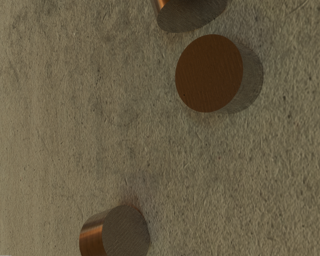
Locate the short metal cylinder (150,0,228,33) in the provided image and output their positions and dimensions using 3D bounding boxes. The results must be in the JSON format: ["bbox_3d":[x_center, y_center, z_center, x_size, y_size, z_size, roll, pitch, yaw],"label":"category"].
[{"bbox_3d":[0.029,-0.151,0.345,0.080,0.081,0.050,-26,74,37],"label":"short metal cylinder"}]

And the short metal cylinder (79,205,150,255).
[{"bbox_3d":[-0.061,0.150,0.419,0.050,0.081,0.080,-28,72,36],"label":"short metal cylinder"}]

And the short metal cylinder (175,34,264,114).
[{"bbox_3d":[0.064,-0.056,0.336,0.080,0.050,0.080,0,90,40],"label":"short metal cylinder"}]
